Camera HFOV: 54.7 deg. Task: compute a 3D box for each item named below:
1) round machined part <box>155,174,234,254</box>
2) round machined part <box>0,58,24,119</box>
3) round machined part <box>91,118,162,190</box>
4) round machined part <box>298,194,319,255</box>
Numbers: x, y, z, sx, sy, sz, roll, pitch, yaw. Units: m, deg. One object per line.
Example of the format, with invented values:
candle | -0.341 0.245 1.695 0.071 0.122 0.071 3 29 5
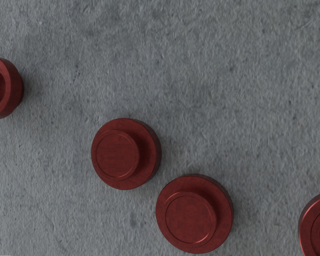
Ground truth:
round machined part | 0.040 0.108 0.385 0.098 0.042 0.097 0 90 19
round machined part | -0.256 -0.062 0.488 0.098 0.042 0.097 0 90 19
round machined part | -0.051 0.035 0.417 0.098 0.042 0.097 0 90 19
round machined part | 0.200 0.112 0.330 0.098 0.042 0.097 0 90 19
